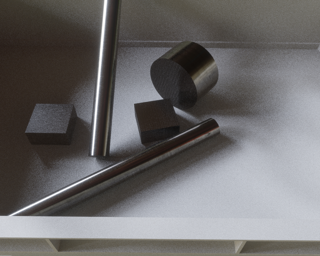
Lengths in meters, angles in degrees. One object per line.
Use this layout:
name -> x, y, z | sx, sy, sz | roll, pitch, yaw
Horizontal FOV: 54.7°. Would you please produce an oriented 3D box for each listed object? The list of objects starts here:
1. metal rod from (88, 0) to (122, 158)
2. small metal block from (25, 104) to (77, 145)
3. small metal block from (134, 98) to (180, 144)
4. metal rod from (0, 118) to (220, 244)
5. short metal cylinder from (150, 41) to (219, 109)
metal rod -> -0.068, -0.110, 0.412 | 0.025, 0.025, 0.299 | 2, 77, 1
small metal block -> -0.141, -0.005, 0.408 | 0.050, 0.025, 0.050 | 1, 50, 0
small metal block -> -0.005, -0.010, 0.414 | 0.050, 0.025, 0.050 | -10, 51, -9
metal rod -> -0.058, 0.057, 0.356 | 0.302, 0.025, 0.025 | -24, 55, -20
short metal cylinder -> 0.033, -0.073, 0.431 | 0.080, 0.080, 0.050 | 32, 57, 24
